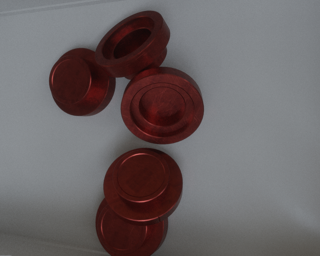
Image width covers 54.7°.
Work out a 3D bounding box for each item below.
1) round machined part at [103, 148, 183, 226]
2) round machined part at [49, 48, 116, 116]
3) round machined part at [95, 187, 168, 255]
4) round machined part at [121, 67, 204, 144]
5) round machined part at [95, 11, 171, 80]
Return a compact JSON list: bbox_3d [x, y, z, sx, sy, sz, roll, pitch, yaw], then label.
[{"bbox_3d":[-0.021,0.066,0.382,0.099,0.042,0.098,-2,56,3],"label":"round machined part"},{"bbox_3d":[-0.117,-0.066,0.441,0.098,0.042,0.097,0,90,19],"label":"round machined part"},{"bbox_3d":[-0.042,0.127,0.409,0.098,0.042,0.097,-2,82,17],"label":"round machined part"},{"bbox_3d":[0.003,-0.031,0.383,0.099,0.042,0.097,1,124,1],"label":"round machined part"},{"bbox_3d":[-0.030,-0.100,0.395,0.098,0.042,0.098,-18,47,21],"label":"round machined part"}]
